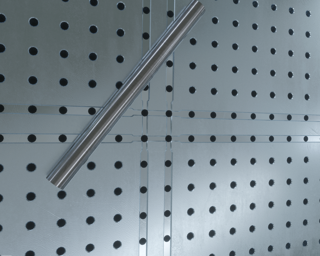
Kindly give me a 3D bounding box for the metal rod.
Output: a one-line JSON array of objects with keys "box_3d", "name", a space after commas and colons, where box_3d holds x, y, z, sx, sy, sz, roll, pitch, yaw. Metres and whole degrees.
[{"box_3d": [-0.036, -0.051, 0.399, 0.025, 0.025, 0.300, 41, 77, -16], "name": "metal rod"}]
